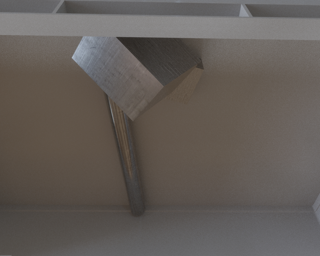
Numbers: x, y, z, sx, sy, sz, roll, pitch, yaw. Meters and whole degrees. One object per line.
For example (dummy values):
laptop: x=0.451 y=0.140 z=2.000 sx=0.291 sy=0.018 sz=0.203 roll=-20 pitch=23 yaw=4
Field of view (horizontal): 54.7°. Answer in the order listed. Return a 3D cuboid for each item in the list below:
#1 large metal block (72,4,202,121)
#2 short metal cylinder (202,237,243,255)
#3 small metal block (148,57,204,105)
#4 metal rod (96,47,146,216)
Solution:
large metal block: x=-0.019 y=-0.065 z=0.294 sx=0.080 sy=0.080 sz=0.050 roll=46 pitch=129 yaw=2
short metal cylinder: x=0.127 y=0.262 z=0.621 sx=0.081 sy=0.050 sz=0.079 roll=0 pitch=130 yaw=0
small metal block: x=0.016 y=-0.060 z=0.359 sx=0.050 sy=0.025 sz=0.050 roll=14 pitch=129 yaw=-12
metal rod: x=-0.048 y=0.025 z=0.429 sx=0.025 sy=0.025 sz=0.298 roll=-4 pitch=130 yaw=2
